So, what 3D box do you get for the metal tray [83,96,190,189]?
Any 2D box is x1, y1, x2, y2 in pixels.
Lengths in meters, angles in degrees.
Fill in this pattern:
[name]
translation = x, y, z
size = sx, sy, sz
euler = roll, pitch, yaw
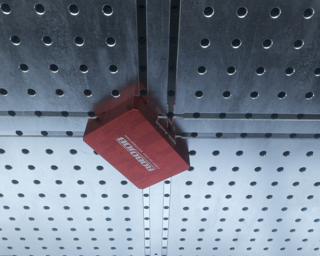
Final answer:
[metal tray]
translation = -0.029, 0.026, 0.430
size = 0.090, 0.030, 0.130
euler = -28, 125, 21
